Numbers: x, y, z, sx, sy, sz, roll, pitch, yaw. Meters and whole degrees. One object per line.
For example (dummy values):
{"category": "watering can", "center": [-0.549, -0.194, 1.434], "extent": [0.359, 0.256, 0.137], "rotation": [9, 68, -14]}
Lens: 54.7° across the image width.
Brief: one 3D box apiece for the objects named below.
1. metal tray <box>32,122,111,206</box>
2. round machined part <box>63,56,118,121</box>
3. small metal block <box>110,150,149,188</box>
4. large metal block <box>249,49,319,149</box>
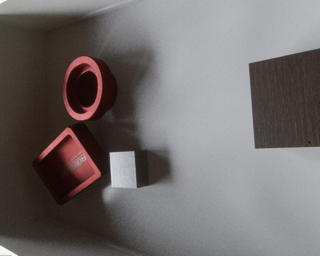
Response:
{"category": "metal tray", "center": [-0.145, 0.061, 0.502], "extent": [0.130, 0.030, 0.090], "rotation": [-37, 86, 33]}
{"category": "round machined part", "center": [-0.104, -0.059, 0.479], "extent": [0.098, 0.042, 0.097], "rotation": [0, 90, 39]}
{"category": "small metal block", "center": [-0.044, 0.058, 0.441], "extent": [0.050, 0.025, 0.050], "rotation": [-7, 86, 39]}
{"category": "large metal block", "center": [0.132, -0.024, 0.281], "extent": [0.080, 0.050, 0.080], "rotation": [-5, 87, 39]}
